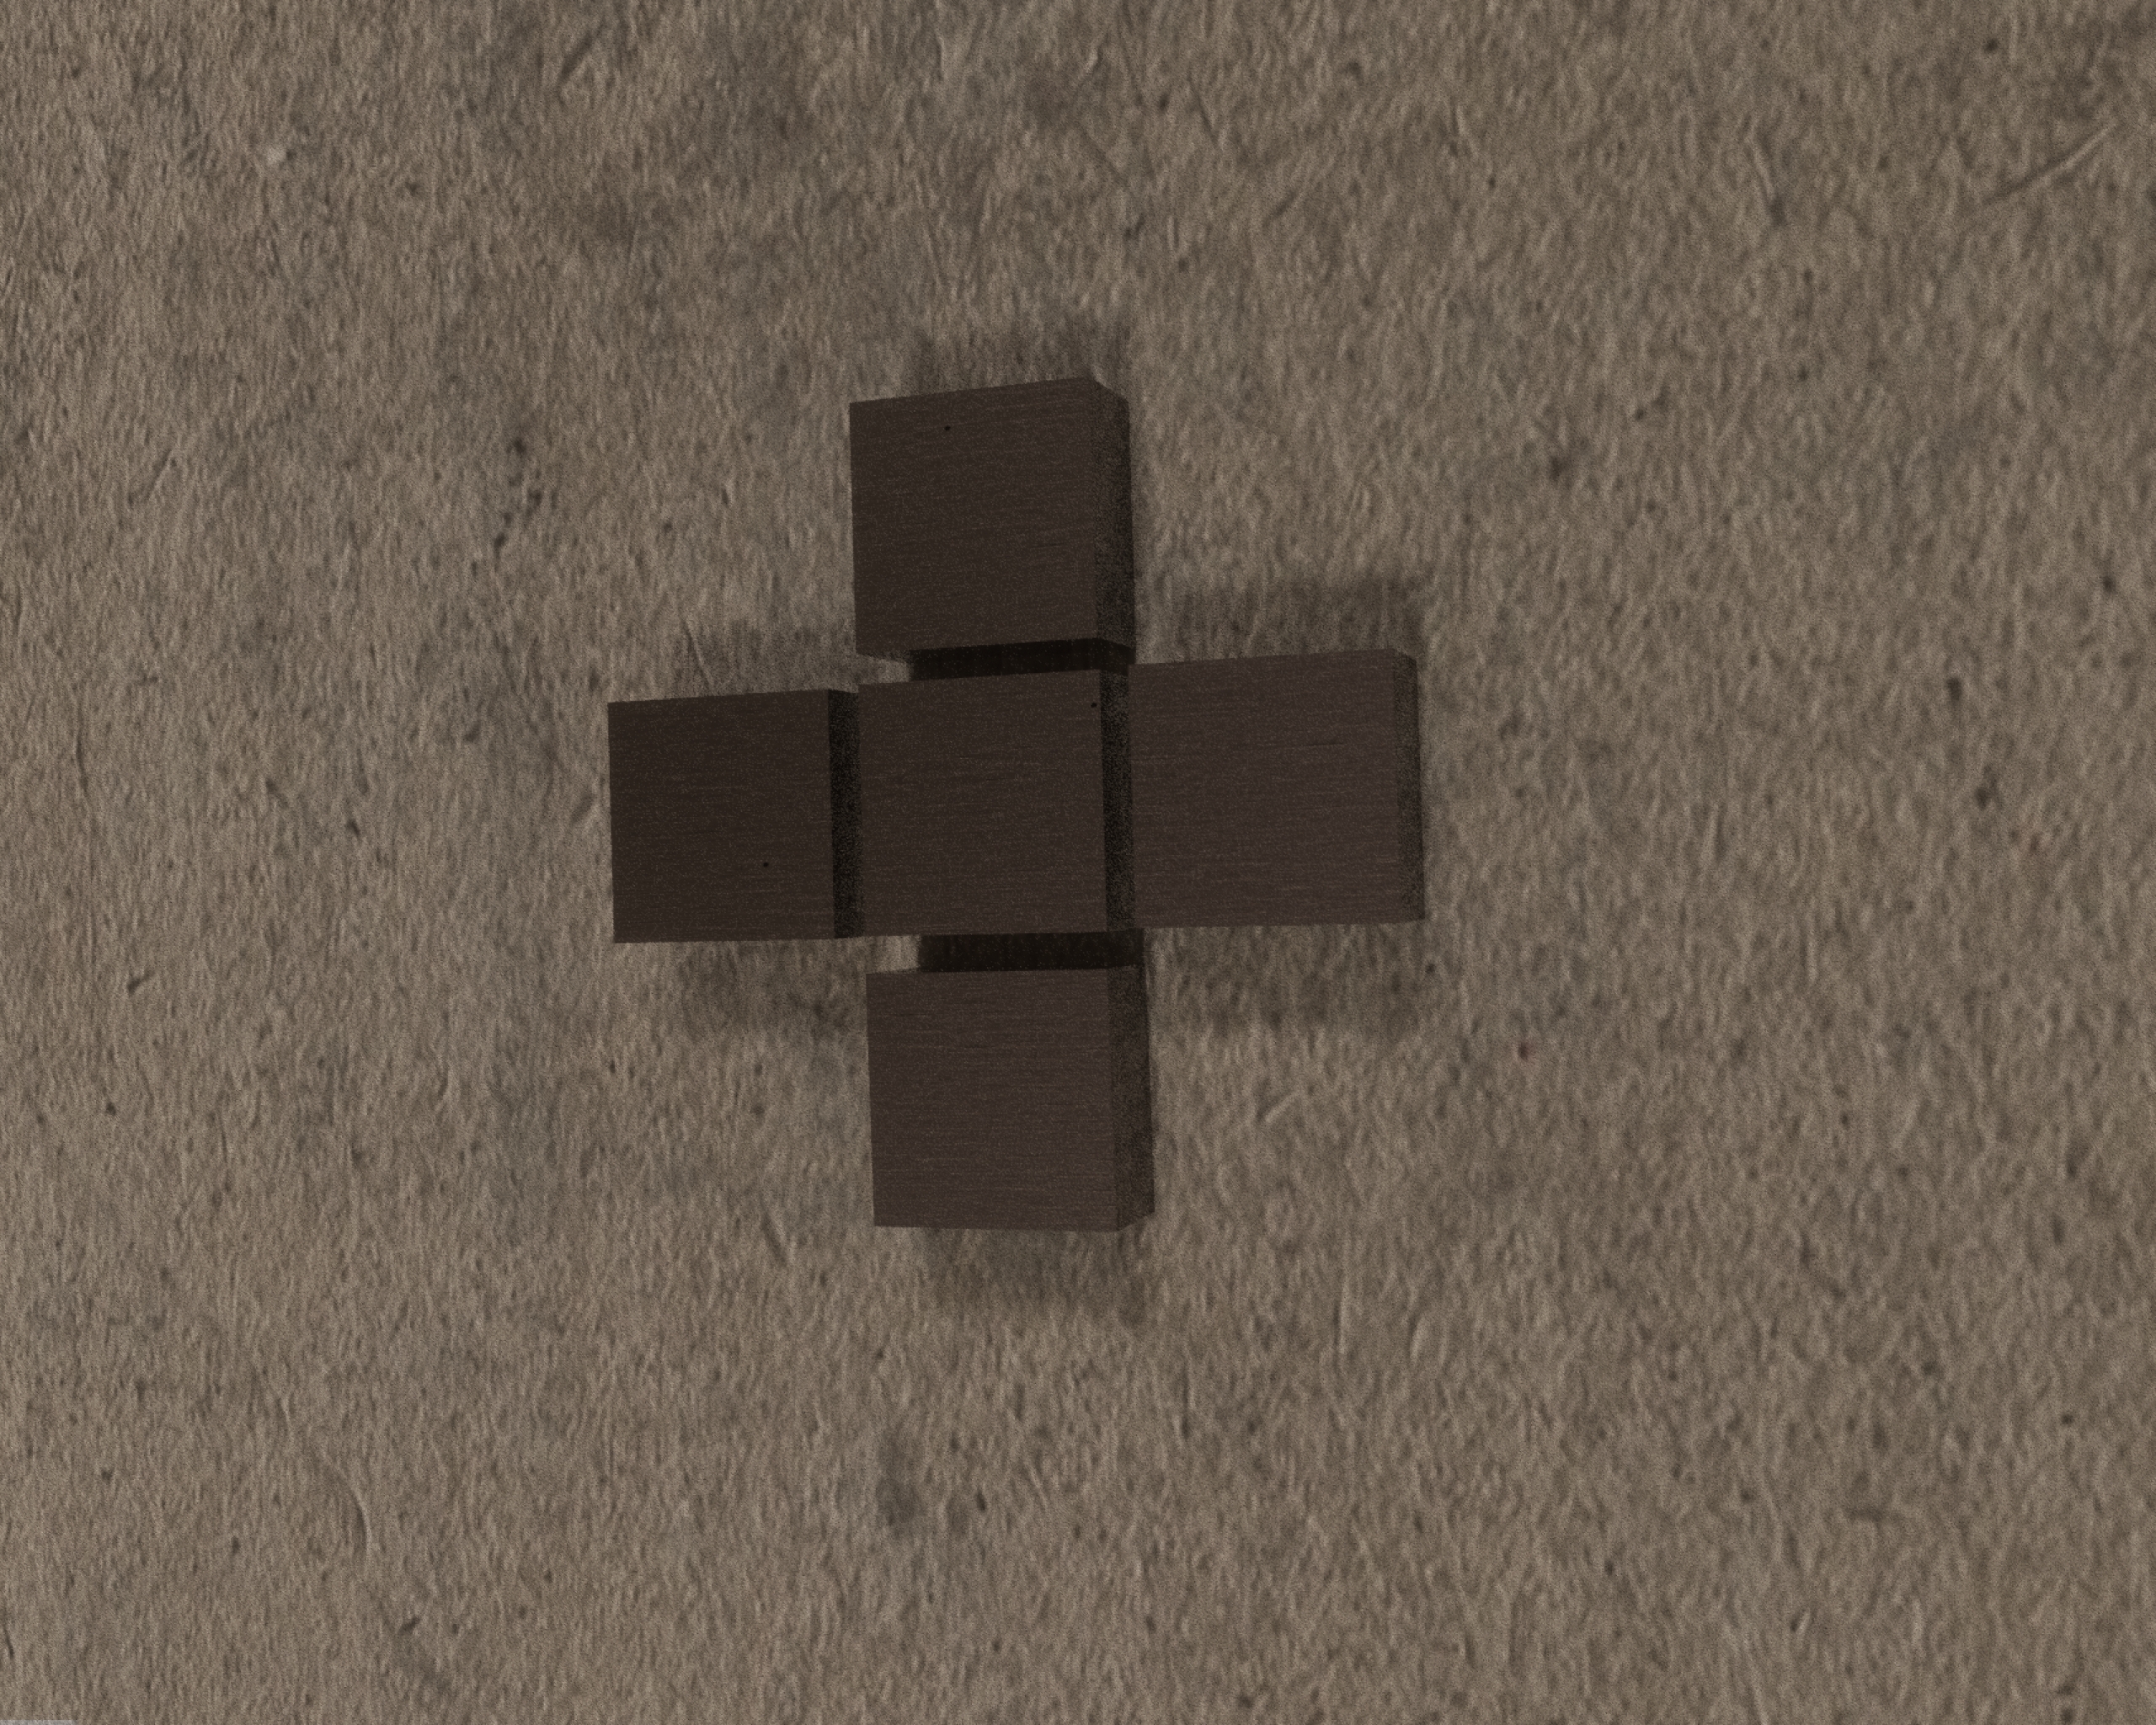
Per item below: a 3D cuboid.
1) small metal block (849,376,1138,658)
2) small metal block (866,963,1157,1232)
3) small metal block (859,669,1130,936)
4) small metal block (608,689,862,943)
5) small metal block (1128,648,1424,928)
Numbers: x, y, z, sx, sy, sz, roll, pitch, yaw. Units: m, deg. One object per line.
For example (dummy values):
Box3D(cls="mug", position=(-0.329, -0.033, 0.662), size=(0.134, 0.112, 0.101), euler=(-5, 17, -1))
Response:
Box3D(cls="small metal block", position=(-0.017, -0.067, 0.415), size=(0.050, 0.025, 0.050), euler=(-2, 89, 19))
Box3D(cls="small metal block", position=(-0.013, 0.046, 0.414), size=(0.050, 0.025, 0.050), euler=(-2, 89, 19))
Box3D(cls="small metal block", position=(-0.015, -0.011, 0.415), size=(0.050, 0.025, 0.050), euler=(-2, 89, 19))
Box3D(cls="small metal block", position=(-0.068, -0.009, 0.433), size=(0.050, 0.025, 0.050), euler=(-2, 89, 19))
Box3D(cls="small metal block", position=(0.038, -0.013, 0.396), size=(0.050, 0.025, 0.050), euler=(-2, 89, 19))
